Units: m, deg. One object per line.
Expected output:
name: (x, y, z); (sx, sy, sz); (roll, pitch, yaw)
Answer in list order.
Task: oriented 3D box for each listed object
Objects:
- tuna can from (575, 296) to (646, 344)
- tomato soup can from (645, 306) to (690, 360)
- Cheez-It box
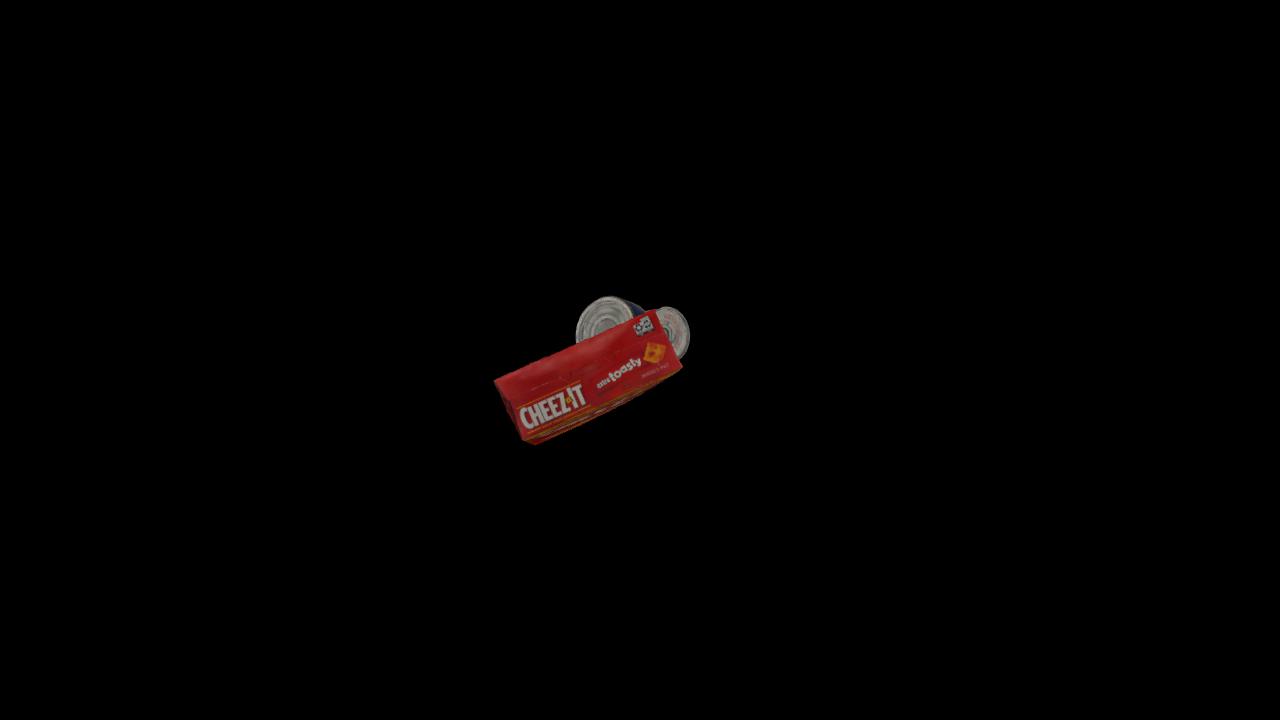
tuna can: (-0.030, -0.028, 0.680); (0.084, 0.084, 0.034); (0, -9, 33)
tomato soup can: (0.006, -0.029, 0.768); (0.068, 0.068, 0.101); (0, -1, -34)
Cheez-It box: (-0.058, 0.027, 0.665); (0.166, 0.071, 0.223); (-26, -5, -10)
